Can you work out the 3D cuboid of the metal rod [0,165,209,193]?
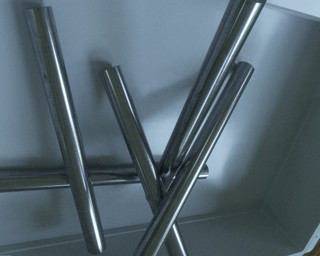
[{"bbox_3d":[-0.063,0.064,0.413,0.302,0.025,0.025,2,118,-29],"label":"metal rod"}]

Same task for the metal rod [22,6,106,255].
[{"bbox_3d":[-0.097,0.024,0.345,0.025,0.025,0.298,-16,117,-20],"label":"metal rod"}]

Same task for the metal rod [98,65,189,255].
[{"bbox_3d":[-0.009,0.071,0.380,0.025,0.025,0.298,-23,106,-15],"label":"metal rod"}]

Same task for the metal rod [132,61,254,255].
[{"bbox_3d":[0.044,0.041,0.382,0.025,0.025,0.300,44,69,-39],"label":"metal rod"}]

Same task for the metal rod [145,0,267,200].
[{"bbox_3d":[0.029,-0.001,0.335,0.025,0.025,0.298,-7,142,-25],"label":"metal rod"}]
